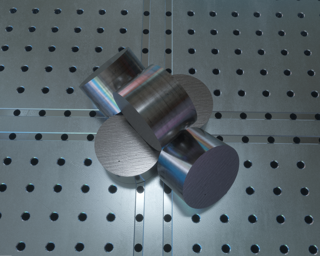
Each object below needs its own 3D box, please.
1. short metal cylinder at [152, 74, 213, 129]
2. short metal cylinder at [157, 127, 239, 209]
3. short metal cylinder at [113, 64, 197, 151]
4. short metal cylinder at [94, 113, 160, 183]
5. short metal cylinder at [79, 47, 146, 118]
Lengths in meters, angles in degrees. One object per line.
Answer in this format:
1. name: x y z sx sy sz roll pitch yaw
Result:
1. short metal cylinder: 0.026 -0.023 0.406 0.081 0.050 0.080 0 70 0
2. short metal cylinder: 0.044 0.045 0.359 0.080 0.080 0.050 -39 39 -13
3. short metal cylinder: -0.006 -0.021 0.336 0.050 0.080 0.080 -40 75 -13
4. short metal cylinder: -0.037 0.026 0.388 0.081 0.050 0.080 0 70 0
5. short metal cylinder: -0.055 -0.058 0.396 0.080 0.080 0.050 -44 110 -15
